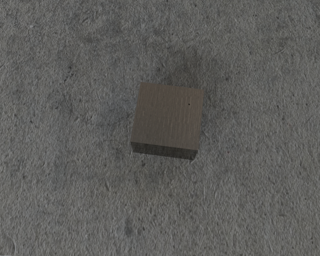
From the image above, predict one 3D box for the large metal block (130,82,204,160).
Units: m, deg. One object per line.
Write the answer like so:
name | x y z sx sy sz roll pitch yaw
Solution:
large metal block | 0.010 -0.008 0.399 0.080 0.050 0.080 7 70 2
